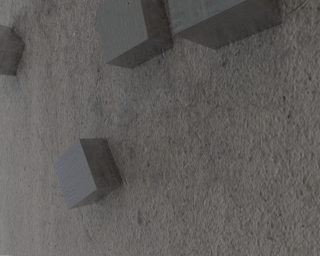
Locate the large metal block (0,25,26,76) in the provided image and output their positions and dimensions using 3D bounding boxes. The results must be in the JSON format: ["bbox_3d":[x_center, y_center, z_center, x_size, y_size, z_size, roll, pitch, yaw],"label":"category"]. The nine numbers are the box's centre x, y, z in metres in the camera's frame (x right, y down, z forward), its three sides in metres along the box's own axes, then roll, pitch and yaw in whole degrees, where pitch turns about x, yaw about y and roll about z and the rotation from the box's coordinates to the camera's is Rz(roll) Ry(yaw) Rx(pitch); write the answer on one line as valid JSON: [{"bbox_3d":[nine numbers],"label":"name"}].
[{"bbox_3d":[-0.344,-0.171,0.674,0.080,0.050,0.080,44,117,31],"label":"large metal block"}]

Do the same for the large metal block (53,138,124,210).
[{"bbox_3d":[-0.113,0.070,0.482,0.080,0.050,0.080,-37,67,33],"label":"large metal block"}]

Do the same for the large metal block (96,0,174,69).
[{"bbox_3d":[-0.035,-0.135,0.418,0.080,0.050,0.080,-18,78,38],"label":"large metal block"}]

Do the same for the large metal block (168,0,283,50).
[{"bbox_3d":[0.066,-0.124,0.315,0.080,0.081,0.050,-14,81,39],"label":"large metal block"}]
